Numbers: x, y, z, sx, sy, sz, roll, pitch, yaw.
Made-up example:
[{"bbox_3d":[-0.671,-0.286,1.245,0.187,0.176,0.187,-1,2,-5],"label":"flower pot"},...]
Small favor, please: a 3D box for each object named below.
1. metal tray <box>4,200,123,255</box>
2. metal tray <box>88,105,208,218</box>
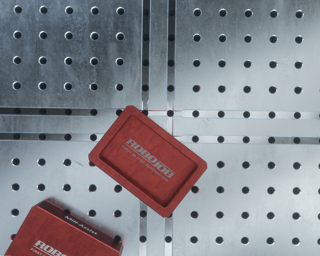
[{"bbox_3d":[-0.127,0.168,0.410,0.130,0.030,0.090,30,90,0],"label":"metal tray"},{"bbox_3d":[-0.015,0.043,0.410,0.130,0.030,0.090,38,90,0],"label":"metal tray"}]
